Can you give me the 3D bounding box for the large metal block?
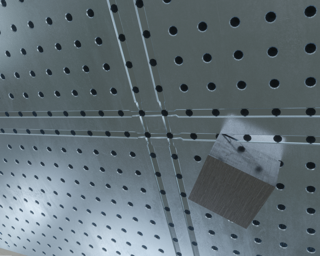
[{"bbox_3d":[0.091,0.066,0.387,0.080,0.050,0.079,26,127,12],"label":"large metal block"}]
